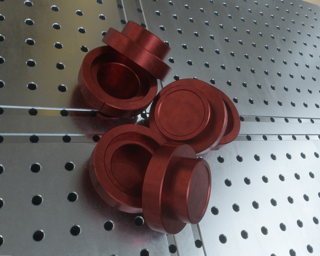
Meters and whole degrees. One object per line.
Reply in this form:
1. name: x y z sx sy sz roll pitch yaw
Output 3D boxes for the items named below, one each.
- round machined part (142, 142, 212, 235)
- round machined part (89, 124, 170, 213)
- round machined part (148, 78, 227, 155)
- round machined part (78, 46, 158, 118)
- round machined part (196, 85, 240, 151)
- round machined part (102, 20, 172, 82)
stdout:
1. round machined part: 0.024 0.065 0.333 0.099 0.042 0.097 -15 107 -60
2. round machined part: -0.031 0.048 0.350 0.099 0.042 0.098 13 56 -21
3. round machined part: 0.031 -0.015 0.384 0.098 0.098 0.042 63 12 17
4. round machined part: -0.056 -0.054 0.399 0.099 0.042 0.098 13 56 -21
5. round machined part: 0.060 -0.012 0.436 0.099 0.042 0.098 13 56 -21
6. round machined part: -0.024 -0.106 0.413 0.098 0.042 0.098 33 7 -4
